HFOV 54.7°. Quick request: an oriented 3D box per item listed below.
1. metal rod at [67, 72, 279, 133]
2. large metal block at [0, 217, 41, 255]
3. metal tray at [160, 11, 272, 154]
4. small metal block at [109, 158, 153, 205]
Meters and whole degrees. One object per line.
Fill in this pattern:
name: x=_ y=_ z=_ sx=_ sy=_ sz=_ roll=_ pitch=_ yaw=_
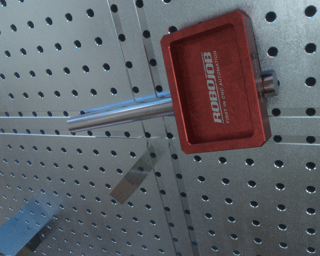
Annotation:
metal rod: x=-0.007 y=-0.025 z=0.397 sx=0.300 sy=0.025 sz=0.025 roll=-9 pitch=114 yaw=31
large metal block: x=-0.339 y=0.266 z=0.715 sx=0.080 sy=0.080 sz=0.050 roll=21 pitch=126 yaw=15
metal tray: x=0.057 y=-0.042 z=0.323 sx=0.090 sy=0.030 sz=0.129 roll=-9 pitch=94 yaw=31
small metal block: x=-0.043 y=0.080 z=0.466 sx=0.025 sy=0.050 sz=0.050 roll=40 pitch=129 yaw=1
